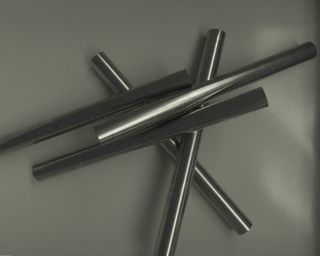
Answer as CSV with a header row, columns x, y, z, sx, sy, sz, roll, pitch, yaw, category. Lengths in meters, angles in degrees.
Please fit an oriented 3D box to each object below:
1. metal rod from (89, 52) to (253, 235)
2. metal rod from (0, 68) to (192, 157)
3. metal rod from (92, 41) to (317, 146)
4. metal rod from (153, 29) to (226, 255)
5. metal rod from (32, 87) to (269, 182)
x,y,z,sx,sy,sz,roll,pitch,yaw,category
0.015,0.021,0.411,0.025,0.025,0.300,-41,91,0,metal rod
-0.106,-0.011,0.392,0.301,0.025,0.025,-19,90,6,metal rod
0.066,-0.048,0.375,0.302,0.025,0.025,-23,90,-15,metal rod
0.039,0.017,0.389,0.025,0.025,0.299,15,81,-1,metal rod
-0.021,0.012,0.380,0.301,0.025,0.025,-19,90,11,metal rod
